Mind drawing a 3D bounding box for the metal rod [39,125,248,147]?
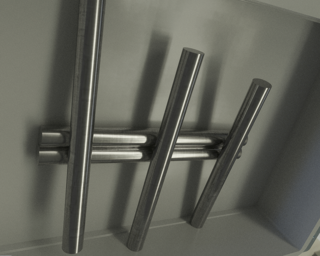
[{"bbox_3d":[-0.001,0.013,0.416,0.303,0.025,0.025,2,118,-30],"label":"metal rod"}]

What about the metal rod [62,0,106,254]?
[{"bbox_3d":[-0.085,0.007,0.335,0.025,0.025,0.298,-1,111,-29],"label":"metal rod"}]

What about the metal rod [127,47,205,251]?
[{"bbox_3d":[0.000,0.045,0.404,0.025,0.025,0.298,1,118,-30],"label":"metal rod"}]

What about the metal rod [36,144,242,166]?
[{"bbox_3d":[-0.008,0.034,0.426,0.303,0.025,0.025,2,118,-30],"label":"metal rod"}]

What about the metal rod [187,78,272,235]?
[{"bbox_3d":[0.094,0.063,0.470,0.025,0.025,0.298,-4,129,-27],"label":"metal rod"}]
